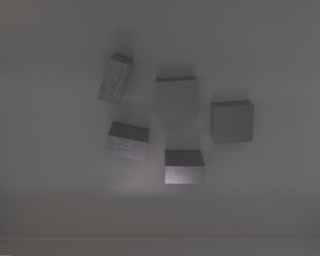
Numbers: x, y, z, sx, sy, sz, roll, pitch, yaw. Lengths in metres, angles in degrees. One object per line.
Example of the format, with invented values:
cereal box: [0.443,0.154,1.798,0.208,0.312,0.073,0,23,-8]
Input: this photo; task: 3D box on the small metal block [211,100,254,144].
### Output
small metal block: [0.094,-0.008,0.409,0.050,0.025,0.050,-4,110,1]

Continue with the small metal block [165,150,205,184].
small metal block: [0.032,0.051,0.417,0.050,0.050,0.025,1,110,-1]

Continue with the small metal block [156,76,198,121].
small metal block: [0.022,-0.038,0.397,0.050,0.025,0.050,-4,110,1]

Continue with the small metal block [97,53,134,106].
small metal block: [-0.053,-0.060,0.375,0.025,0.050,0.050,19,109,-7]

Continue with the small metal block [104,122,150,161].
small metal block: [-0.042,0.016,0.403,0.050,0.050,0.025,11,110,-4]
